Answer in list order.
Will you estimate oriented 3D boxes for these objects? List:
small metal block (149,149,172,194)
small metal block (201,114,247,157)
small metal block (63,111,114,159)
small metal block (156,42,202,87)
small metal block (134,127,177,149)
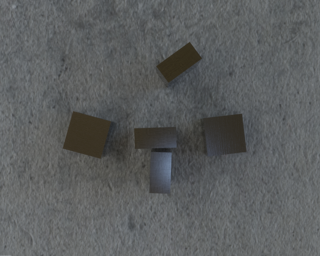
[{"bbox_3d":[0.001,0.054,0.398,0.025,0.050,0.050,2,90,0],"label":"small metal block"},{"bbox_3d":[0.084,0.009,0.411,0.050,0.025,0.050,-7,90,-1],"label":"small metal block"},{"bbox_3d":[-0.094,0.009,0.409,0.050,0.025,0.050,15,90,-1],"label":"small metal block"},{"bbox_3d":[0.023,-0.079,0.398,0.050,0.050,0.025,-36,90,0],"label":"small metal block"},{"bbox_3d":[-0.006,0.012,0.397,0.050,0.050,0.025,-2,90,-1],"label":"small metal block"}]
